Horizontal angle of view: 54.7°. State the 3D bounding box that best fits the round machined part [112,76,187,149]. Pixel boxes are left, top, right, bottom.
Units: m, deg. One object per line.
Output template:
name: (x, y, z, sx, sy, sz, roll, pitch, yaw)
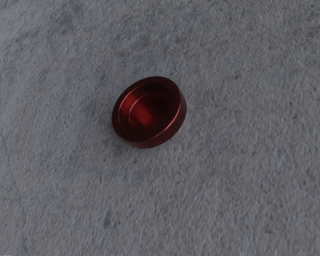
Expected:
round machined part: (-0.011, -0.017, 0.407, 0.098, 0.042, 0.098, -13, 56, 20)
